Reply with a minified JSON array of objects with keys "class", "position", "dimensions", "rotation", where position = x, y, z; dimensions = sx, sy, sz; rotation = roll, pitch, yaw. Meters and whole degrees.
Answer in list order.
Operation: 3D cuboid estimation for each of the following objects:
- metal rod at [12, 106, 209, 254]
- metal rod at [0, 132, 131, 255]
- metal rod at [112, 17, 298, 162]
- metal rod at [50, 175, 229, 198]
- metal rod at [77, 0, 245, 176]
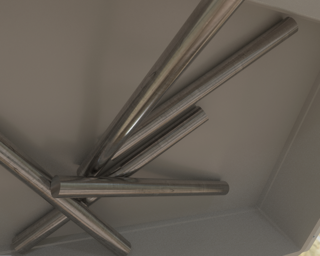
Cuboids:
[{"class":"metal rod","position":[-0.062,0.066,0.417],"dimensions":[0.301,0.025,0.025],"rotation":[-36,129,-5]},{"class":"metal rod","position":[-0.127,0.071,0.359],"dimensions":[0.025,0.025,0.300],"rotation":[-39,122,-3]},{"class":"metal rod","position":[0.056,-0.054,0.407],"dimensions":[0.301,0.025,0.025],"rotation":[-35,129,-5]},{"class":"metal rod","position":[-0.002,0.084,0.436],"dimensions":[0.302,0.025,0.025],"rotation":[10,113,-41]},{"class":"metal rod","position":[-0.017,-0.026,0.302],"dimensions":[0.025,0.025,0.298],"rotation":[10,140,-33]}]
